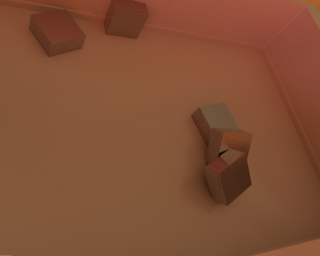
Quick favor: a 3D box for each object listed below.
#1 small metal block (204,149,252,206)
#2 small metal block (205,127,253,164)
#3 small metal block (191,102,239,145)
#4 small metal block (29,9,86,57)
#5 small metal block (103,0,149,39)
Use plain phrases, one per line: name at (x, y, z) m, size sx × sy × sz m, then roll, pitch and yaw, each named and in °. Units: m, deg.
small metal block at (0.088, 0.062, 0.396) m, size 0.050 × 0.025 × 0.050 m, roll -31°, pitch 117°, yaw -29°
small metal block at (0.094, 0.028, 0.424) m, size 0.050 × 0.025 × 0.050 m, roll 4°, pitch 103°, yaw -27°
small metal block at (0.082, -0.007, 0.456) m, size 0.050 × 0.025 × 0.050 m, roll -12°, pitch 68°, yaw -34°
small metal block at (-0.136, -0.127, 0.411) m, size 0.050 × 0.025 × 0.050 m, roll -29°, pitch 78°, yaw -38°
small metal block at (-0.051, -0.163, 0.463) m, size 0.050 × 0.050 × 0.025 m, roll 1°, pitch 62°, yaw -28°
